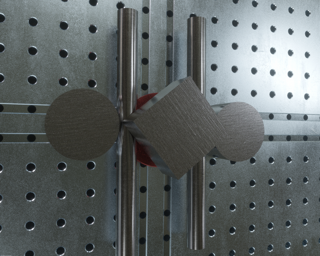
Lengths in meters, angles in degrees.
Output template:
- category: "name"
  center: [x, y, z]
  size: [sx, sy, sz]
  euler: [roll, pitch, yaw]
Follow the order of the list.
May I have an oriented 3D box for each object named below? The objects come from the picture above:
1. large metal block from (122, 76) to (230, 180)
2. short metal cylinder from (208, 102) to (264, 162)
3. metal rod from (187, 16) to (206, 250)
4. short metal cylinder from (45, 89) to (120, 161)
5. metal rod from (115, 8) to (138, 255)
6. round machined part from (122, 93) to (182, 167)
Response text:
- category: "large metal block"
  center: [0.017, -0.001, 0.355]
  size: [0.080, 0.050, 0.080]
  euler: [-40, 103, -16]
- category: "short metal cylinder"
  center: [0.097, 0.005, 0.434]
  size: [0.081, 0.050, 0.080]
  euler: [0, 90, -20]
- category: "metal rod"
  center: [0.048, 0.007, 0.408]
  size: [0.025, 0.025, 0.298]
  euler: [0, 90, -20]
- category: "short metal cylinder"
  center: [-0.093, -0.004, 0.365]
  size: [0.081, 0.050, 0.080]
  euler: [0, 90, -20]
- category: "metal rod"
  center: [-0.040, 0.008, 0.375]
  size: [0.025, 0.025, 0.298]
  euler: [1, 90, -20]
- category: "round machined part"
  center: [-0.001, 0.003, 0.404]
  size: [0.099, 0.042, 0.097]
  euler: [0, 90, -20]
